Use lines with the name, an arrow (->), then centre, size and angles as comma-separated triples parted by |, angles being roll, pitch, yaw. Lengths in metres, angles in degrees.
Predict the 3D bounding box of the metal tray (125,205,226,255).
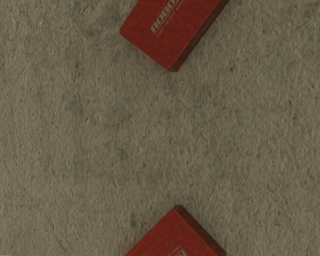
metal tray -> 0.009, 0.177, 0.402 | 0.090, 0.030, 0.130 | 45, 104, 14

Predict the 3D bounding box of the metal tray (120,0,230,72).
metal tray -> 0.020, -0.150, 0.399 | 0.090, 0.030, 0.130 | 40, 102, 15
